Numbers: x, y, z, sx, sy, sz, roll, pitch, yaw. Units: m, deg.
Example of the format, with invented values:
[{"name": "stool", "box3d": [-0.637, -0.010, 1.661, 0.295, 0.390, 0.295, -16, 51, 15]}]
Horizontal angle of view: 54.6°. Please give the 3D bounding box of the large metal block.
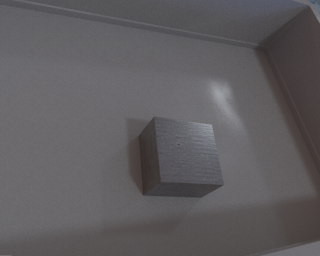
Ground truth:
[{"name": "large metal block", "box3d": [0.023, 0.038, 0.379, 0.081, 0.050, 0.080, 8, 58, -24]}]
